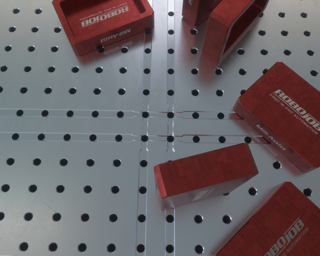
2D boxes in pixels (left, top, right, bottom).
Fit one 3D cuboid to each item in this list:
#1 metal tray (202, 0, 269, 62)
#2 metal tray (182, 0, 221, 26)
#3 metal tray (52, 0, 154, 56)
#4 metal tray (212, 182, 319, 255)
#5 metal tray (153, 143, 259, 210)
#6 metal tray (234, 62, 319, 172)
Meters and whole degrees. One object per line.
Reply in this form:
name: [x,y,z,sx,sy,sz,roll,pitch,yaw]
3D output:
metal tray: [0.114,-0.165,0.438,0.030,0.090,0.130,38,74,12]
metal tray: [0.077,-0.215,0.435,0.090,0.130,0.030,-40,75,-13]
metal tray: [-0.085,-0.174,0.472,0.131,0.030,0.090,-24,72,-9]
metal tray: [0.136,0.138,0.359,0.130,0.030,0.090,-41,75,-14]
metal tray: [0.042,0.058,0.335,0.090,0.130,0.030,-14,71,-5]
metal tray: [0.178,-0.017,0.416,0.090,0.030,0.130,-42,75,-14]
